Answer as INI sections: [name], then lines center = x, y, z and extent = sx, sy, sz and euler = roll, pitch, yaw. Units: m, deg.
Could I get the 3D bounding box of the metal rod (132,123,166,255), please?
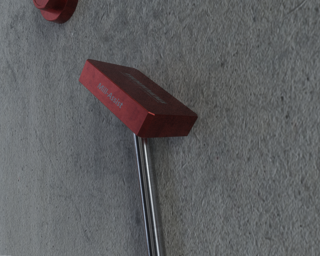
[metal rod]
center = -0.010, 0.124, 0.411
extent = 0.025, 0.025, 0.298
euler = -12, 82, 39

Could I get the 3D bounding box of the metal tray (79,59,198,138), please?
[metal tray]
center = -0.028, -0.037, 0.383
extent = 0.130, 0.091, 0.030
euler = 41, 115, 32

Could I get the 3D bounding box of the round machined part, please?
[round machined part]
center = -0.189, -0.239, 0.546
extent = 0.098, 0.042, 0.097
euler = 0, 90, 39
